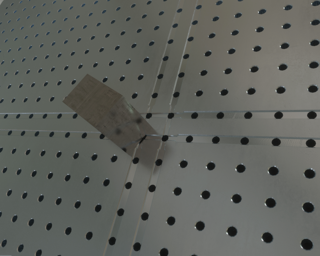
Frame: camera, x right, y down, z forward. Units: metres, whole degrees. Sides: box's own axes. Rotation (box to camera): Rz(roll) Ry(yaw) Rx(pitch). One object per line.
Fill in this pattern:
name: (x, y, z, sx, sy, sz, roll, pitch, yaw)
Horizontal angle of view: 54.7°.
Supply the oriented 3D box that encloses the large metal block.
large metal block: (-0.070, -0.018, 0.419, 0.080, 0.080, 0.050, 33, 80, 38)
